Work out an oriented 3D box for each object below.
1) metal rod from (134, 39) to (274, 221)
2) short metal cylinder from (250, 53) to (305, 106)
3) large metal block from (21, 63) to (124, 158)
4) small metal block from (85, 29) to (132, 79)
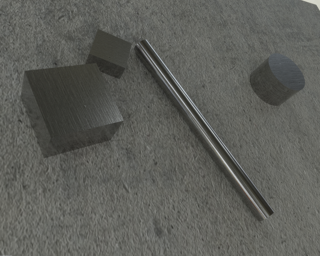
[{"bbox_3d":[0.056,-0.004,0.438,0.025,0.025,0.299,-27,77,-37],"label":"metal rod"},{"bbox_3d":[0.210,-0.087,0.557,0.081,0.050,0.080,14,56,-21],"label":"short metal cylinder"},{"bbox_3d":[-0.100,-0.022,0.348,0.081,0.050,0.080,-15,70,-35],"label":"large metal block"},{"bbox_3d":[-0.071,-0.102,0.429,0.050,0.025,0.050,20,54,-17],"label":"small metal block"}]
